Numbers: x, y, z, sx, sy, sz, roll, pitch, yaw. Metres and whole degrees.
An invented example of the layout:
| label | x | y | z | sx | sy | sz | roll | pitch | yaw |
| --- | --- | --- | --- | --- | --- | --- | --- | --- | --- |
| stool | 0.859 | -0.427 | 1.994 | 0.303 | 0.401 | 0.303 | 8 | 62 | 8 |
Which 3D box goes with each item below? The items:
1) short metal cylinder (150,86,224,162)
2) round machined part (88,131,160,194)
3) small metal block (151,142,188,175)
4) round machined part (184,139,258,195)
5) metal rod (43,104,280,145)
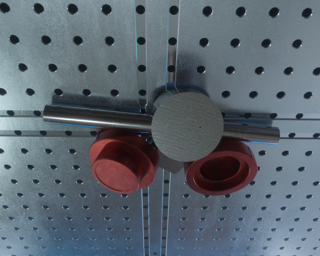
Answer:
| label | x | y | z | sx | sy | sz | roll | pitch | yaw |
| --- | --- | --- | --- | --- | --- | --- | --- | --- | --- |
| short metal cylinder | 0.029 | -0.006 | 0.366 | 0.081 | 0.050 | 0.079 | -1 | 105 | -3 |
| round machined part | -0.053 | 0.052 | 0.423 | 0.098 | 0.042 | 0.097 | 12 | 133 | 13 |
| small metal block | 0.016 | 0.033 | 0.435 | 0.050 | 0.025 | 0.050 | 29 | 124 | -23 |
| round machined part | 0.083 | 0.049 | 0.436 | 0.099 | 0.042 | 0.097 | -2 | 133 | -2 |
| metal rod | 0.006 | -0.004 | 0.404 | 0.302 | 0.025 | 0.025 | 5 | 130 | -5 |
